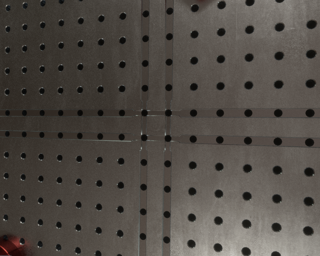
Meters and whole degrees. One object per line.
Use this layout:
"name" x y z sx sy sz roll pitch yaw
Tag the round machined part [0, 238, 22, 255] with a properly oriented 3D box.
"round machined part" -0.271 0.232 0.497 0.098 0.042 0.097 0 90 19
